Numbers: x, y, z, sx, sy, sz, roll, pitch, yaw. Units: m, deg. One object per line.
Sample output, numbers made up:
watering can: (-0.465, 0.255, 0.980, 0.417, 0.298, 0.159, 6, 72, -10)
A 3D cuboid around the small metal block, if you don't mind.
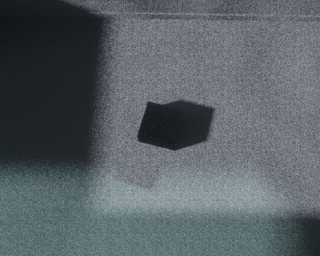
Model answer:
small metal block: (0.002, -0.003, 0.411, 0.050, 0.025, 0.050, 14, 71, 5)
